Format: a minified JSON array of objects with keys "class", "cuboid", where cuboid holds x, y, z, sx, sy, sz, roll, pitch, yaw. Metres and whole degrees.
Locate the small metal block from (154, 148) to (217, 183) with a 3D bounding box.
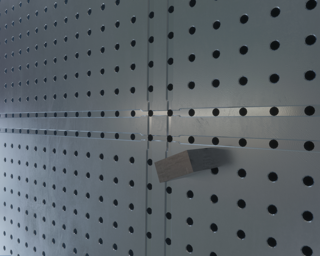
[{"class":"small metal block","cuboid":[0.031,0.044,0.369,0.050,0.050,0.025,-25,74,37]}]
